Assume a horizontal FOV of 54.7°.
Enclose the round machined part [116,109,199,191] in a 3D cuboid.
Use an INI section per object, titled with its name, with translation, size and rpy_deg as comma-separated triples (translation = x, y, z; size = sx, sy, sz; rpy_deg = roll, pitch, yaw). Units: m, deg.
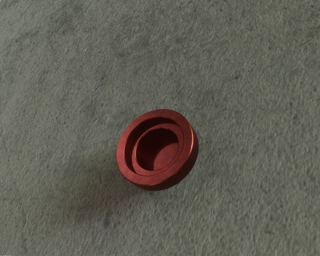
[round machined part]
translation = 0.000, 0.029, 0.374
size = 0.098, 0.042, 0.098
rpy_deg = -13, 56, 20
